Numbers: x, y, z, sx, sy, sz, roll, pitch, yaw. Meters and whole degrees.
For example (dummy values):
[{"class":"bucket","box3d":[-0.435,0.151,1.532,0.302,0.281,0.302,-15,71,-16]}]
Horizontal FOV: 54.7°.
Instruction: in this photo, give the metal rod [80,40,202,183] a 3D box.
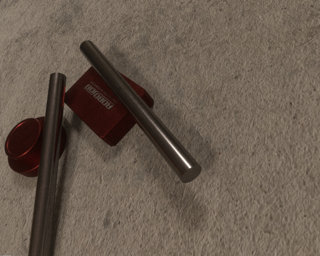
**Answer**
[{"class":"metal rod","box3d":[-0.043,-0.042,0.411,0.025,0.025,0.300,-41,51,0]}]

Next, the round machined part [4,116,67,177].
[{"class":"round machined part","box3d":[-0.199,0.023,0.480,0.098,0.042,0.098,-13,56,20]}]

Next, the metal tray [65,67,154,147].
[{"class":"metal tray","box3d":[-0.082,-0.042,0.468,0.090,0.030,0.130,-48,52,-6]}]

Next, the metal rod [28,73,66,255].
[{"class":"metal rod","box3d":[-0.154,0.055,0.426,0.025,0.025,0.299,-13,63,20]}]
